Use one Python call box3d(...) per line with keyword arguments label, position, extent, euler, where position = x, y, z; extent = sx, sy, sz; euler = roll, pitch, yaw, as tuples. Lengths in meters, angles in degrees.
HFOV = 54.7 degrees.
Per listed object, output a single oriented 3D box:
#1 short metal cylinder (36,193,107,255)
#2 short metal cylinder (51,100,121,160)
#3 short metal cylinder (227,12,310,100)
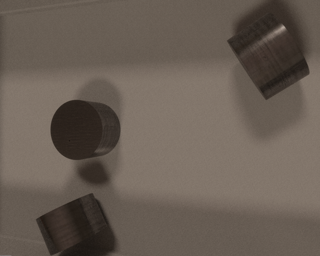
box3d(label="short metal cylinder", position=(-0.119, 0.129, 0.422), extent=(0.080, 0.080, 0.050), euler=(-29, 81, 17))
box3d(label="short metal cylinder", position=(-0.103, 0.002, 0.432), extent=(0.080, 0.050, 0.079), euler=(0, 90, 19))
box3d(label="short metal cylinder", position=(0.117, -0.077, 0.340), extent=(0.050, 0.080, 0.080), euler=(-33, 80, 17))
